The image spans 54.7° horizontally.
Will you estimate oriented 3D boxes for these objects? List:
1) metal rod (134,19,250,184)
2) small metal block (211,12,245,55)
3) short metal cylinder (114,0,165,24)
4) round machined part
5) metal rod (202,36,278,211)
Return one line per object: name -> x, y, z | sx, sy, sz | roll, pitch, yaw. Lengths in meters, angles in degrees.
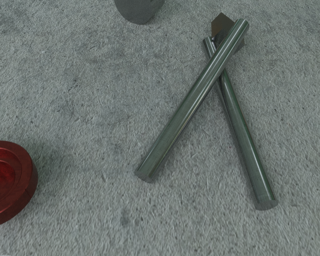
metal rod -> 0.056, -0.054, 0.425 | 0.025, 0.025, 0.301 | 24, 61, 18
small metal block -> 0.114, -0.160, 0.523 | 0.050, 0.025, 0.050 | 28, 46, -24
short metal cylinder -> -0.037, -0.240, 0.569 | 0.080, 0.080, 0.050 | 23, 54, 18
round machined part -> -0.183, 0.064, 0.336 | 0.099, 0.042, 0.098 | 0, 50, 0
metal rod -> 0.099, -0.030, 0.429 | 0.025, 0.025, 0.300 | -4, 50, -4
